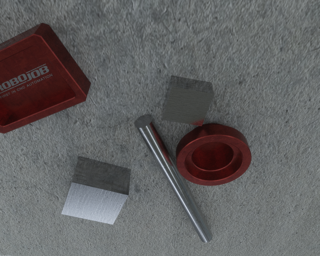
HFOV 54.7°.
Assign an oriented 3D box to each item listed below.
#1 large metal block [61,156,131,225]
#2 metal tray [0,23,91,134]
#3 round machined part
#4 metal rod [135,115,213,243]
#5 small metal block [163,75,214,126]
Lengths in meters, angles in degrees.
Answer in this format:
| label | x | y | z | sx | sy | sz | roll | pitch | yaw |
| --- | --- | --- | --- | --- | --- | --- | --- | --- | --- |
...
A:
| label | x | y | z | sx | sy | sz | roll | pitch | yaw |
| --- | --- | --- | --- | --- | --- | --- | --- | --- | --- |
| large metal block | -0.097 | 0.097 | 0.472 | 0.081 | 0.050 | 0.079 | 17 | 128 | -14 |
| metal tray | -0.160 | -0.052 | 0.357 | 0.130 | 0.030 | 0.090 | -20 | 128 | 15 |
| round machined part | 0.071 | 0.032 | 0.424 | 0.099 | 0.042 | 0.097 | 0 | 130 | 0 |
| metal rod | 0.033 | 0.097 | 0.490 | 0.025 | 0.025 | 0.299 | -17 | 129 | 13 |
| small metal block | 0.033 | -0.033 | 0.380 | 0.050 | 0.025 | 0.050 | 9 | 130 | -8 |
